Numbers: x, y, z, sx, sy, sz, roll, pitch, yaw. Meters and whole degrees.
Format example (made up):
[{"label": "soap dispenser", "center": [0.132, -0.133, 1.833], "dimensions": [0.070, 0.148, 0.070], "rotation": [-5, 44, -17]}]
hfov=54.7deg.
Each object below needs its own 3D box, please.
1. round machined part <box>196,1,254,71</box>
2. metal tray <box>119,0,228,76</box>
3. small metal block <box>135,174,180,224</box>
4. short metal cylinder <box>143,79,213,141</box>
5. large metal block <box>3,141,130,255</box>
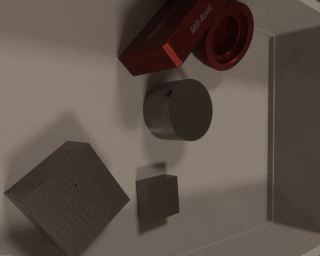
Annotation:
[{"label": "round machined part", "center": [0.089, -0.137, 0.457], "dimensions": [0.099, 0.042, 0.097], "rotation": [-22, 128, -30]}, {"label": "metal tray", "center": [0.017, -0.123, 0.380], "dimensions": [0.030, 0.090, 0.130], "rotation": [49, 61, -29]}, {"label": "small metal block", "center": [-0.003, 0.091, 0.407], "dimensions": [0.050, 0.025, 0.050], "rotation": [-7, 95, -40]}, {"label": "short metal cylinder", "center": [0.025, -0.023, 0.413], "dimensions": [0.081, 0.050, 0.079], "rotation": [0, 90, -40]}, {"label": "large metal block", "center": [-0.091, 0.070, 0.315], "dimensions": [0.080, 0.050, 0.080], "rotation": [-45, 118, -31]}]
